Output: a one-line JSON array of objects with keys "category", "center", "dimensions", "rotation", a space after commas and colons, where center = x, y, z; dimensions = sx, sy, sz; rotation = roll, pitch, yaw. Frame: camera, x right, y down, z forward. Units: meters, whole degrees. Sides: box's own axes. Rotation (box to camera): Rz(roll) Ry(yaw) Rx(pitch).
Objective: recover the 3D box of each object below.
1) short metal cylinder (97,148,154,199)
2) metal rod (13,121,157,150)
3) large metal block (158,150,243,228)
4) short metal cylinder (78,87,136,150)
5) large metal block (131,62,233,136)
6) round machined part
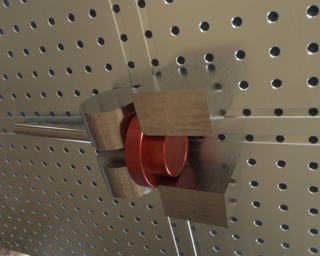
[{"category": "short metal cylinder", "center": [-0.041, 0.052, 0.429], "dimensions": [0.080, 0.080, 0.050], "rotation": [2, 120, 27]}, {"category": "metal rod", "center": [-0.115, 0.010, 0.463], "dimensions": [0.300, 0.025, 0.025], "rotation": [4, 121, 30]}, {"category": "large metal block", "center": [0.055, 0.072, 0.392], "dimensions": [0.080, 0.080, 0.050], "rotation": [3, 120, 27]}, {"category": "short metal cylinder", "center": [-0.057, -0.014, 0.397], "dimensions": [0.080, 0.080, 0.050], "rotation": [1, 119, 28]}, {"category": "large metal block", "center": [0.028, -0.033, 0.342], "dimensions": [0.080, 0.080, 0.050], "rotation": [0, 118, 28]}, {"category": "round machined part", "center": [0.002, 0.024, 0.377], "dimensions": [0.042, 0.098, 0.097], "rotation": [1, 119, 28]}]
